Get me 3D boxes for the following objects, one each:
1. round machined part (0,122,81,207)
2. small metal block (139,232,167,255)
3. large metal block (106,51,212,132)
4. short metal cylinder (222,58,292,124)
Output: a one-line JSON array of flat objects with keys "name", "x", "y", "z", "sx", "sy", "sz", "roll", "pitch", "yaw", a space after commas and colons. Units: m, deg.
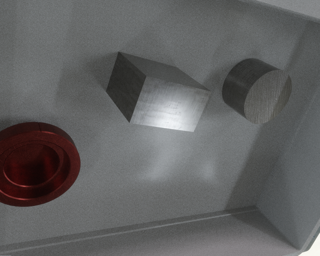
[{"name": "round machined part", "x": -0.142, "y": 0.036, "z": 0.343, "sx": 0.099, "sy": 0.042, "sz": 0.097, "roll": -14, "pitch": 125, "yaw": -21}, {"name": "small metal block", "x": -0.005, "y": 0.215, "z": 0.528, "sx": 0.025, "sy": 0.050, "sz": 0.050, "roll": -33, "pitch": 129, "yaw": -7}, {"name": "large metal block", "x": -0.004, "y": -0.041, "z": 0.347, "sx": 0.081, "sy": 0.080, "sz": 0.050, "roll": 8, "pitch": 114, "yaw": -32}, {"name": "short metal cylinder", "x": 0.136, "y": -0.052, "z": 0.437, "sx": 0.081, "sy": 0.050, "sz": 0.079, "roll": -14, "pitch": 125, "yaw": -21}]
